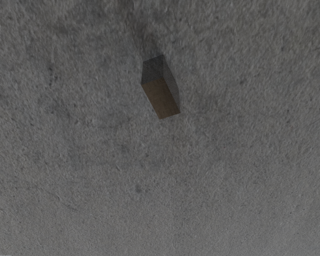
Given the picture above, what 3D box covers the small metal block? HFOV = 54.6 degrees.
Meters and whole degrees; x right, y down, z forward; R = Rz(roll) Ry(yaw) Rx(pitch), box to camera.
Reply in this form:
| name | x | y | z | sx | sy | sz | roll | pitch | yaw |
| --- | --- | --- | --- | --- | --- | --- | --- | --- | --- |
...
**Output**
| name | x | y | z | sx | sy | sz | roll | pitch | yaw |
| --- | --- | --- | --- | --- | --- | --- | --- | --- | --- |
| small metal block | 0.002 | -0.047 | 0.351 | 0.025 | 0.050 | 0.050 | -18 | 128 | 14 |
